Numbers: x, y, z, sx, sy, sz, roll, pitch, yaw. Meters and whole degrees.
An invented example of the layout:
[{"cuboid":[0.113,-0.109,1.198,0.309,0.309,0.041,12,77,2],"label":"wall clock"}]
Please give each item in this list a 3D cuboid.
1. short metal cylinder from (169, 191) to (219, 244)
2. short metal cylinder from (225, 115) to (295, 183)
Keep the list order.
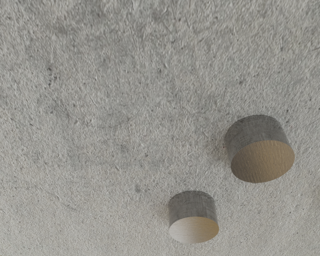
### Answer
[{"cuboid":[0.055,0.150,0.519,0.081,0.050,0.079,0,130,0],"label":"short metal cylinder"},{"cuboid":[0.131,0.029,0.416,0.081,0.050,0.079,0,130,0],"label":"short metal cylinder"}]
